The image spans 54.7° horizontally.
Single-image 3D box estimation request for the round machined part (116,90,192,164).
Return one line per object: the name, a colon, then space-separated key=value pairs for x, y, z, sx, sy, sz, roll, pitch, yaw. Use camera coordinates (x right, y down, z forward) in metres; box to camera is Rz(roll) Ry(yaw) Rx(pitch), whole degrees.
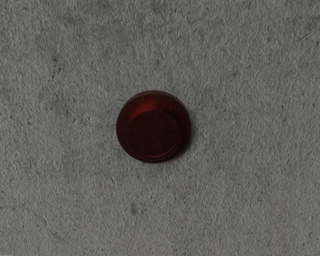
round machined part: x=-0.008 y=0.003 z=0.403 sx=0.099 sy=0.042 sz=0.097 roll=0 pitch=110 yaw=-1
